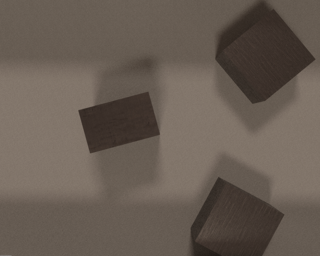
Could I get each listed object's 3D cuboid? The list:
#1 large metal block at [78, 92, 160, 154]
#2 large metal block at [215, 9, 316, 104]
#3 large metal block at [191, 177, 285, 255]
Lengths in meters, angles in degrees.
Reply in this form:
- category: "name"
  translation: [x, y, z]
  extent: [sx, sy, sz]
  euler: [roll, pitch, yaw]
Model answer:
- category: "large metal block"
  translation: [-0.045, -0.006, 0.383]
  extent: [0.080, 0.080, 0.050]
  euler: [-15, 90, 0]
- category: "large metal block"
  translation: [0.133, -0.089, 0.401]
  extent: [0.080, 0.050, 0.080]
  euler: [-40, 91, 0]
- category: "large metal block"
  translation: [0.097, 0.121, 0.400]
  extent: [0.080, 0.050, 0.080]
  euler: [28, 90, -1]
